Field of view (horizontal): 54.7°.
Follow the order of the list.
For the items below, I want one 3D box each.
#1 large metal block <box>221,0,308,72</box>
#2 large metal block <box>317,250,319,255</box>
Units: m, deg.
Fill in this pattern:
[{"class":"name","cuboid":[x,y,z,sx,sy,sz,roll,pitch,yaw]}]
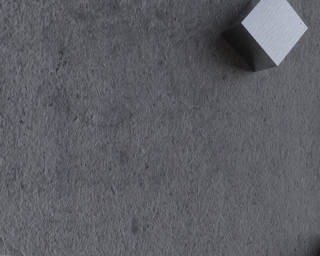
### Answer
[{"class":"large metal block","cuboid":[0.152,-0.142,0.451,0.080,0.050,0.080,44,76,-15]},{"class":"large metal block","cuboid":[0.305,0.235,0.509,0.080,0.050,0.080,37,78,-17]}]
